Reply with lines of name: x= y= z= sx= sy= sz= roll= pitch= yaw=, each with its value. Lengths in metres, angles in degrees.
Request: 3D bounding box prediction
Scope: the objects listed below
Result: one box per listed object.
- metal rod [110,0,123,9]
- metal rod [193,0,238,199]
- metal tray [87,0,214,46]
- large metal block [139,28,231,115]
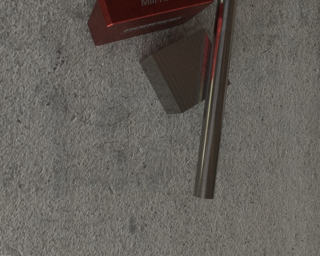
metal rod: x=0.033 y=-0.258 z=0.421 sx=0.301 sy=0.025 sz=0.025 roll=-44 pitch=104 yaw=-15
metal rod: x=0.072 y=-0.064 z=0.383 sx=0.025 sy=0.025 sz=0.298 roll=8 pitch=87 yaw=-20
metal tray: x=-0.014 y=-0.138 z=0.369 sx=0.131 sy=0.090 sz=0.030 roll=-20 pitch=97 yaw=-19
large metal block: x=0.032 y=-0.072 z=0.409 sx=0.080 sy=0.050 sz=0.080 roll=-31 pitch=101 yaw=-18
